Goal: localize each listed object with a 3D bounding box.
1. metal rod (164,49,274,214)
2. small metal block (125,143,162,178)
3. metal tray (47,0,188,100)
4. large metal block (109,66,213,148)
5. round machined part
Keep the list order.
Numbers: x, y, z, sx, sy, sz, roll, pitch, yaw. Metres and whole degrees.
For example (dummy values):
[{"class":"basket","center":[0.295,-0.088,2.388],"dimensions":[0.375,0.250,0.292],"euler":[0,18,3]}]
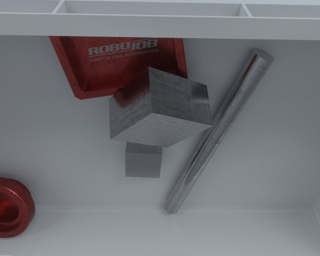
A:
[{"class":"metal rod","center":[0.066,0.027,0.432],"dimensions":[0.025,0.025,0.298],"euler":[14,129,-12]},{"class":"small metal block","center":[-0.024,0.046,0.448],"dimensions":[0.050,0.025,0.050],"euler":[3,130,-4]},{"class":"metal tray","center":[-0.040,-0.083,0.334],"dimensions":[0.131,0.030,0.090],"euler":[-8,130,6]},{"class":"large metal block","center":[-0.001,-0.018,0.346],"dimensions":[0.081,0.050,0.080],"euler":[11,154,-36]},{"class":"round machined part","center":[-0.242,0.118,0.482],"dimensions":[0.099,0.042,0.097],"euler":[1,111,4]}]
